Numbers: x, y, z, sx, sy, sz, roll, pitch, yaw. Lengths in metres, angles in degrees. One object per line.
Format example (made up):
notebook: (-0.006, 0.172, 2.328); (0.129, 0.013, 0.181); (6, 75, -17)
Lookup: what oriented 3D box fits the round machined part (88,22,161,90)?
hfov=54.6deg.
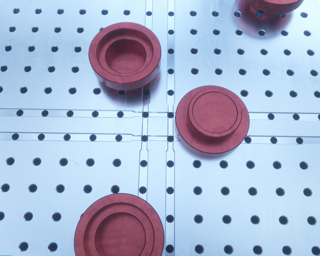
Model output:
round machined part: (-0.047, -0.097, 0.438); (0.099, 0.042, 0.098); (0, 70, 0)

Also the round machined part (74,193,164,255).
round machined part: (-0.044, 0.127, 0.356); (0.099, 0.042, 0.098); (0, 70, 0)

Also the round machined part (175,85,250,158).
round machined part: (0.069, -0.013, 0.408); (0.099, 0.042, 0.098); (0, 70, 0)

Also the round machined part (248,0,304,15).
round machined part: (0.177, -0.217, 0.483); (0.099, 0.042, 0.098); (0, 70, 0)
